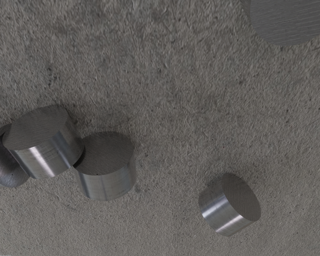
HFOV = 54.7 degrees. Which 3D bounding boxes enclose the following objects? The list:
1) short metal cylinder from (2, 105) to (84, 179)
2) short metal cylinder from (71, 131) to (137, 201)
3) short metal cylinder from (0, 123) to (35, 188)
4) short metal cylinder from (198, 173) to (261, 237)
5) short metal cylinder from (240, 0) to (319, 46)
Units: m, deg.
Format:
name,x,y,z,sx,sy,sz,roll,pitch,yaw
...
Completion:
name,x,y,z,sx,sy,sz,roll,pitch,yaw
short metal cylinder,-0.142,0.016,0.383,0.080,0.080,0.050,-11,129,9
short metal cylinder,-0.073,0.049,0.412,0.080,0.080,0.050,-2,130,1
short metal cylinder,-0.206,0.035,0.394,0.050,0.080,0.080,-4,131,17
short metal cylinder,0.106,0.116,0.471,0.080,0.080,0.050,29,124,-23
short metal cylinder,0.118,-0.124,0.286,0.081,0.050,0.079,0,130,0
